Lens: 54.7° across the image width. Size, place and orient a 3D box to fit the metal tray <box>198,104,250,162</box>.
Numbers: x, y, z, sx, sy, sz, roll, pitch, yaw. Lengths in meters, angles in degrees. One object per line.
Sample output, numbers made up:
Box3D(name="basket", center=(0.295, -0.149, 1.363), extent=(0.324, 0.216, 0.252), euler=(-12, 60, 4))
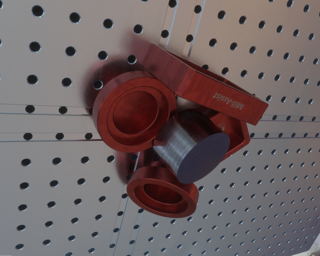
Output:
Box3D(name="metal tray", center=(0.066, 0.018, 0.456), extent=(0.131, 0.030, 0.090), euler=(-32, 129, -8))

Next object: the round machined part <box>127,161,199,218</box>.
Box3D(name="round machined part", center=(0.007, 0.083, 0.434), extent=(0.098, 0.042, 0.097), euler=(12, 139, 11))

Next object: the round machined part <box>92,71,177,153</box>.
Box3D(name="round machined part", center=(-0.032, -0.022, 0.370), extent=(0.099, 0.042, 0.097), euler=(-14, 125, -21))

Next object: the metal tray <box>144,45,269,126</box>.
Box3D(name="metal tray", center=(0.056, -0.050, 0.370), extent=(0.131, 0.090, 0.030), euler=(16, 110, -35))

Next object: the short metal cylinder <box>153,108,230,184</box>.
Box3D(name="short metal cylinder", center=(0.039, 0.023, 0.384), extent=(0.081, 0.050, 0.080), euler=(-26, 141, -23))
